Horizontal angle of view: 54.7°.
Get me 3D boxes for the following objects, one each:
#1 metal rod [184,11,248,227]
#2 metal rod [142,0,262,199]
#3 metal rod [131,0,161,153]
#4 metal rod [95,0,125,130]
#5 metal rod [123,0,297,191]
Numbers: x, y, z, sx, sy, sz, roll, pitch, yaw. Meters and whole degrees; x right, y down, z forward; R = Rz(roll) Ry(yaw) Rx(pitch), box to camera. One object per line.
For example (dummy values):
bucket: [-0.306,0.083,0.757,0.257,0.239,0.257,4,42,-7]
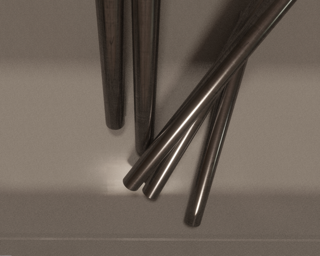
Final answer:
metal rod: [0.077,0.003,0.413,0.025,0.025,0.298,10,110,-4]
metal rod: [0.051,-0.027,0.386,0.025,0.025,0.298,24,114,-9]
metal rod: [-0.014,-0.068,0.307,0.025,0.025,0.298,2,141,-1]
metal rod: [-0.045,-0.090,0.287,0.025,0.025,0.298,6,146,-3]
metal rod: [0.043,-0.029,0.360,0.025,0.025,0.298,32,117,-12]
